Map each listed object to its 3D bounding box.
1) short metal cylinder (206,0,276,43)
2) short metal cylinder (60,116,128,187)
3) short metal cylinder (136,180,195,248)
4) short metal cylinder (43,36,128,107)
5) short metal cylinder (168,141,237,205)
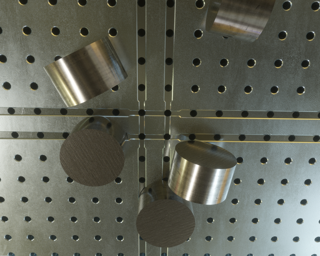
[{"bbox_3d":[0.086,-0.138,0.334,0.050,0.080,0.079,12,110,-5],"label":"short metal cylinder"},{"bbox_3d":[-0.085,0.030,0.410,0.081,0.050,0.079,0,110,-1],"label":"short metal cylinder"},{"bbox_3d":[0.008,0.123,0.445,0.081,0.050,0.079,0,110,-1],"label":"short metal cylinder"},{"bbox_3d":[-0.085,-0.066,0.359,0.080,0.080,0.050,-24,109,8],"label":"short metal cylinder"},{"bbox_3d":[0.054,0.056,0.406,0.081,0.080,0.050,10,110,-4],"label":"short metal cylinder"}]
